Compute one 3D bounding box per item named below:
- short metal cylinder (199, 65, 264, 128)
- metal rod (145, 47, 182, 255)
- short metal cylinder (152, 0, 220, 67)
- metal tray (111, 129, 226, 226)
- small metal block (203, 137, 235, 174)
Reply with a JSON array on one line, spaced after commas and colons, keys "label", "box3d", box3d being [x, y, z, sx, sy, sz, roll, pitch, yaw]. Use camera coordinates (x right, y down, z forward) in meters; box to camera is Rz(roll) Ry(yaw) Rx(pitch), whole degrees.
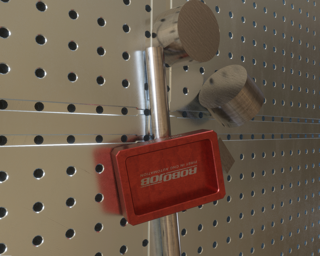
[{"label": "short metal cylinder", "box3d": [0.106, -0.047, 0.462, 0.050, 0.080, 0.080, 41, 65, -33]}, {"label": "metal rod", "box3d": [0.005, 0.045, 0.413, 0.025, 0.025, 0.298, -9, 96, -40]}, {"label": "short metal cylinder", "box3d": [0.036, -0.126, 0.423, 0.081, 0.050, 0.079, 0, 90, -40]}, {"label": "metal tray", "box3d": [0.013, 0.057, 0.386, 0.131, 0.030, 0.089, -12, 96, -19]}, {"label": "small metal block", "box3d": [0.073, 0.039, 0.455, 0.025, 0.050, 0.050, -51, 120, -28]}]
